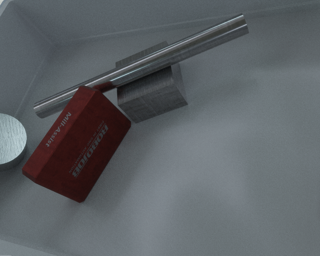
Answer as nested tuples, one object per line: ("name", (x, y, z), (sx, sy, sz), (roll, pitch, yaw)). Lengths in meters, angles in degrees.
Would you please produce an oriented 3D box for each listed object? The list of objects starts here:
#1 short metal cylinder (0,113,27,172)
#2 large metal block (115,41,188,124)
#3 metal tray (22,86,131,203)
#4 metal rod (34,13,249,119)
("short metal cylinder", (-0.249, 0.023, 0.476), (0.050, 0.080, 0.080), (137, 149, -60))
("large metal block", (-0.013, -0.063, 0.434), (0.080, 0.050, 0.080), (-19, 54, 16))
("metal tray", (-0.101, 0.022, 0.401), (0.030, 0.090, 0.130), (20, 72, 35))
("metal rod", (-0.036, -0.074, 0.404), (0.301, 0.025, 0.025), (-20, 54, 16))
